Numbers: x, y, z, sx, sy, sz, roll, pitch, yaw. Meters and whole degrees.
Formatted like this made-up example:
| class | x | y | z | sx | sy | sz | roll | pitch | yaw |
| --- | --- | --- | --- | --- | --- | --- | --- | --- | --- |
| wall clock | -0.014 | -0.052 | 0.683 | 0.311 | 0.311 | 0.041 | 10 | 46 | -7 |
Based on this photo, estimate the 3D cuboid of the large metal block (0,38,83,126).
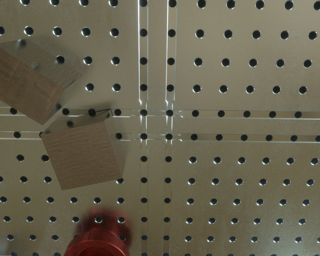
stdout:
| class | x | y | z | sx | sy | sz | roll | pitch | yaw |
| --- | --- | --- | --- | --- | --- | --- | --- | --- | --- |
| large metal block | -0.147 | -0.057 | 0.362 | 0.080 | 0.080 | 0.050 | 33 | 107 | -12 |

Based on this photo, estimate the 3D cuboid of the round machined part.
| class | x | y | z | sx | sy | sz | roll | pitch | yaw |
| --- | --- | --- | --- | --- | --- | --- | --- | --- | --- |
| round machined part | -0.095 | 0.197 | 0.476 | 0.099 | 0.042 | 0.097 | 0 | 110 | 0 |

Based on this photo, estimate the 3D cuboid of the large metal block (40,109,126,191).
| class | x | y | z | sx | sy | sz | roll | pitch | yaw |
| --- | --- | --- | --- | --- | --- | --- | --- | --- | --- |
| large metal block | -0.097 | 0.028 | 0.409 | 0.080 | 0.050 | 0.080 | -12 | 110 | 4 |
